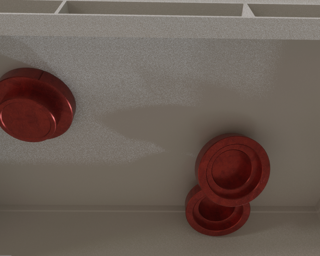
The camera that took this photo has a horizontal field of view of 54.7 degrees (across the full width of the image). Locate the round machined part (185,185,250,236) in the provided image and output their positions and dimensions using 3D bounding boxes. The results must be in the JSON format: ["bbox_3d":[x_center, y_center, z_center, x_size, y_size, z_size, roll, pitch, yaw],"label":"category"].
[{"bbox_3d":[0.089,0.120,0.490,0.099,0.042,0.097,0,115,0],"label":"round machined part"}]

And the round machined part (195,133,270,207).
[{"bbox_3d":[0.096,0.054,0.427,0.099,0.042,0.097,-1,100,-7],"label":"round machined part"}]

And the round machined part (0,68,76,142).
[{"bbox_3d":[-0.157,-0.021,0.379,0.099,0.042,0.097,0,130,0],"label":"round machined part"}]
